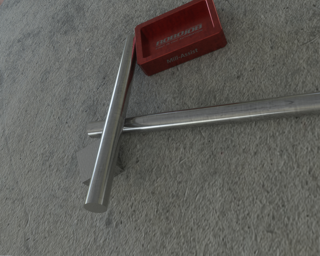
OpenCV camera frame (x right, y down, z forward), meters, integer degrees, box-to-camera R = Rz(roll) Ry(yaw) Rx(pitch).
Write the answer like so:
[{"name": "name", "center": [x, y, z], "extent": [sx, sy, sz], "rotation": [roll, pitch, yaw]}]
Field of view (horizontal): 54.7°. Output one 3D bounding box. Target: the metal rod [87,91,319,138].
[{"name": "metal rod", "center": [0.037, -0.012, 0.391], "extent": [0.300, 0.025, 0.025], "rotation": [-6, 59, 24]}]

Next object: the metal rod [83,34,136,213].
[{"name": "metal rod", "center": [-0.056, -0.031, 0.422], "extent": [0.025, 0.025, 0.300], "rotation": [-13, 47, 21]}]

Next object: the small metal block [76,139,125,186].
[{"name": "small metal block", "center": [-0.081, 0.046, 0.419], "extent": [0.050, 0.025, 0.050], "rotation": [-31, 52, 8]}]

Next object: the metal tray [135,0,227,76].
[{"name": "metal tray", "center": [0.027, -0.141, 0.472], "extent": [0.130, 0.030, 0.090], "rotation": [-18, 54, 17]}]
